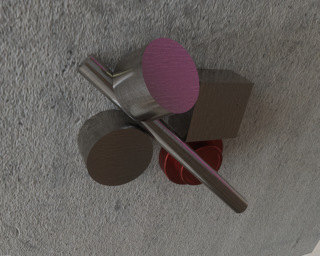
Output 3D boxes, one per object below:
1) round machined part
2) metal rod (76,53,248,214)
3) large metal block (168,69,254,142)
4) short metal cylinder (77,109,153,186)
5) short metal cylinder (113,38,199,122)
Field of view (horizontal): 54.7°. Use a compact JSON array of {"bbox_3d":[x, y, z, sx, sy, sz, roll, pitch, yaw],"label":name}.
[{"bbox_3d":[0.051,0.045,0.452,0.099,0.042,0.097,-14,124,-21],"label":"round machined part"},{"bbox_3d":[0.020,0.023,0.389,0.025,0.025,0.300,-45,116,3],"label":"metal rod"},{"bbox_3d":[0.064,-0.031,0.406,0.081,0.050,0.079,-3,120,-27],"label":"large metal block"},{"bbox_3d":[-0.055,0.023,0.378,0.081,0.050,0.079,-14,124,-21],"label":"short metal cylinder"},{"bbox_3d":[-0.003,-0.050,0.335,0.081,0.050,0.080,11,74,-40],"label":"short metal cylinder"}]
